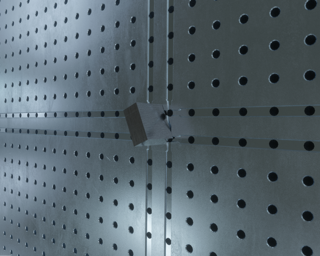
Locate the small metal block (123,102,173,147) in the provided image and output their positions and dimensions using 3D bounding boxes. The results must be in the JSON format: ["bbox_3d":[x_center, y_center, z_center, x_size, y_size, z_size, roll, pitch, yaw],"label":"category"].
[{"bbox_3d":[-0.015,-0.004,0.406,0.025,0.050,0.050,-28,73,36],"label":"small metal block"}]
